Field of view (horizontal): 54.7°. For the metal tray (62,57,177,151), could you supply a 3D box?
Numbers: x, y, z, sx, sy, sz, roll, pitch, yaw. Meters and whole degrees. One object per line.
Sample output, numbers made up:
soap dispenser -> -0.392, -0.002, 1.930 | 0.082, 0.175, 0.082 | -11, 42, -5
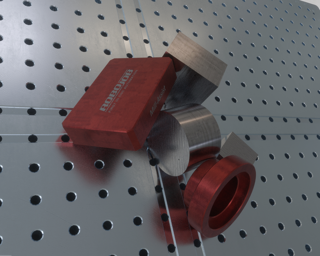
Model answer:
metal tray -> -0.043, -0.035, 0.369 | 0.090, 0.030, 0.130 | 5, 47, 24

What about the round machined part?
round machined part -> 0.066, 0.075, 0.364 | 0.099, 0.097, 0.042 | -23, 39, -36

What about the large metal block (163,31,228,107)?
large metal block -> 0.033, -0.073, 0.435 | 0.080, 0.080, 0.050 | 33, 51, -7

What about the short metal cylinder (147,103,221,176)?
short metal cylinder -> 0.028, 0.013, 0.380 | 0.050, 0.080, 0.080 | -16, 70, -34

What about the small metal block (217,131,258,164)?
small metal block -> 0.104, 0.042, 0.439 | 0.050, 0.025, 0.050 | 43, 51, 1
